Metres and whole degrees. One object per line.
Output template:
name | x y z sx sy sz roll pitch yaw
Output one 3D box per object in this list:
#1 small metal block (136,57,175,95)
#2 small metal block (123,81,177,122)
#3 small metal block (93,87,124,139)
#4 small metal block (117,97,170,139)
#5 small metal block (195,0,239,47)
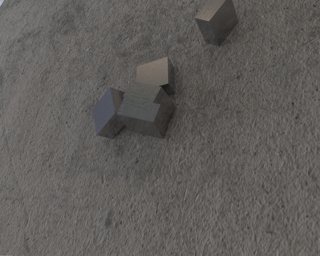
small metal block | -0.006 -0.070 0.450 0.050 0.025 0.050 -14 56 20
small metal block | -0.013 -0.035 0.416 0.050 0.050 0.025 16 71 34
small metal block | -0.070 -0.021 0.441 0.050 0.025 0.050 -45 45 32
small metal block | -0.020 -0.012 0.400 0.050 0.050 0.025 13 69 21
small metal block | 0.082 -0.154 0.439 0.025 0.050 0.050 31 79 38
